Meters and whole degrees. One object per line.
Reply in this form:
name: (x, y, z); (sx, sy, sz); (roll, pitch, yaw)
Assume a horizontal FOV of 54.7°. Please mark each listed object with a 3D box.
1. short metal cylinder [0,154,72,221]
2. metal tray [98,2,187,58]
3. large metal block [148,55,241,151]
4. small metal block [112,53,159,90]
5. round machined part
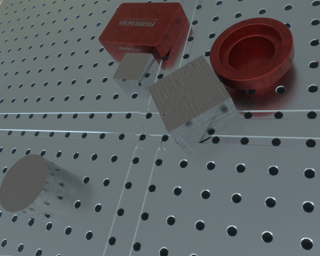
short metal cylinder: (-0.171, 0.083, 0.429); (0.080, 0.050, 0.080); (-13, 56, 20)
metal tray: (-0.031, -0.168, 0.523); (0.130, 0.030, 0.090); (15, 69, 33)
large metal block: (0.042, -0.031, 0.389); (0.080, 0.050, 0.080); (-30, 52, 9)
small metal block: (-0.038, -0.089, 0.481); (0.050, 0.025, 0.050); (10, 67, 32)
round machined part: (0.116, -0.087, 0.390); (0.098, 0.042, 0.098); (-13, 56, 20)
